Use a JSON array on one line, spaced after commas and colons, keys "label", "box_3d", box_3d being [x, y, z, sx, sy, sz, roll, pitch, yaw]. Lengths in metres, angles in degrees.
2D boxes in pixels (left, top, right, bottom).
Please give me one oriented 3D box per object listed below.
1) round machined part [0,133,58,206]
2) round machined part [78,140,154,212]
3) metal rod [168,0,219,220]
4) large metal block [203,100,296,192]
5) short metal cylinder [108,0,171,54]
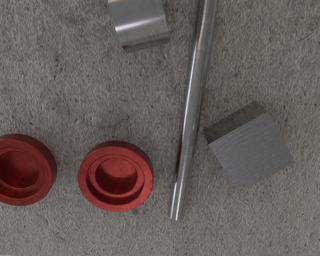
[{"label": "round machined part", "box_3d": [-0.188, 0.052, 0.418, 0.099, 0.042, 0.097, 0, 110, 0]}, {"label": "round machined part", "box_3d": [-0.058, 0.061, 0.423, 0.099, 0.042, 0.097, 0, 110, 0]}, {"label": "metal rod", "box_3d": [0.040, -0.011, 0.406, 0.025, 0.025, 0.298, 6, 110, -2]}, {"label": "large metal block", "box_3d": [0.114, 0.023, 0.406, 0.080, 0.050, 0.080, -30, 108, 10]}, {"label": "short metal cylinder", "box_3d": [-0.022, -0.126, 0.334, 0.050, 0.080, 0.080, -13, 110, 5]}]
